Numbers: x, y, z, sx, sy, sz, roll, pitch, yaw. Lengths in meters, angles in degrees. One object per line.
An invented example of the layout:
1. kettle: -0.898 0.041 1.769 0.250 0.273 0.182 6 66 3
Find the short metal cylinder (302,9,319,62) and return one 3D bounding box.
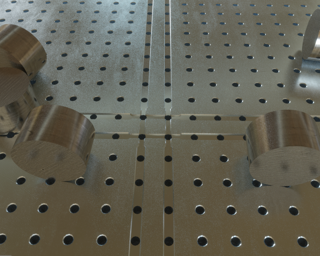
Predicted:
1. short metal cylinder: 0.270 -0.147 0.499 0.050 0.080 0.080 10 51 8

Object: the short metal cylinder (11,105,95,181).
1. short metal cylinder: -0.120 0.019 0.355 0.080 0.080 0.050 3 50 2

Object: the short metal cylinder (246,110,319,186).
1. short metal cylinder: 0.141 0.025 0.353 0.080 0.080 0.050 4 50 3

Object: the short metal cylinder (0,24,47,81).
1. short metal cylinder: -0.218 -0.104 0.457 0.080 0.080 0.050 14 51 11

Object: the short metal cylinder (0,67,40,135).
1. short metal cylinder: -0.211 -0.037 0.420 0.081 0.050 0.080 0 50 0
